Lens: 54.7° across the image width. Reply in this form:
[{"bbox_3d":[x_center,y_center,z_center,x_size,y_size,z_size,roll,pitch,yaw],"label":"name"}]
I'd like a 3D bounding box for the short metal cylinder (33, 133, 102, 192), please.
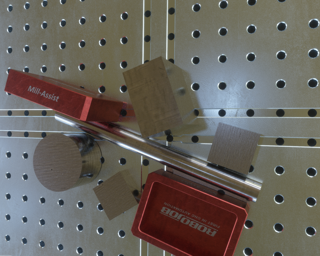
[{"bbox_3d":[-0.132,0.047,0.445,0.080,0.050,0.080,0,90,20],"label":"short metal cylinder"}]

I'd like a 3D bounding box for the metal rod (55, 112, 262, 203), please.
[{"bbox_3d":[-0.015,0.028,0.418,0.301,0.025,0.025,21,97,18],"label":"metal rod"}]

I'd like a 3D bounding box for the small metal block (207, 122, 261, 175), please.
[{"bbox_3d":[0.091,0.024,0.380,0.050,0.025,0.050,18,96,19],"label":"small metal block"}]

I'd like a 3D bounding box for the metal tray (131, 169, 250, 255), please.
[{"bbox_3d":[0.036,0.117,0.396,0.130,0.030,0.089,19,97,18],"label":"metal tray"}]

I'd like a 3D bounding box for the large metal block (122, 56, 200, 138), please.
[{"bbox_3d":[0.005,-0.034,0.383,0.050,0.080,0.080,-20,84,19],"label":"large metal block"}]

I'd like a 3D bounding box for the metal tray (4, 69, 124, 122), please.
[{"bbox_3d":[-0.128,-0.043,0.422,0.130,0.090,0.030,20,97,19],"label":"metal tray"}]

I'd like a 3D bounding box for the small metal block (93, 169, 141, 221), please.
[{"bbox_3d":[-0.057,0.093,0.433,0.050,0.025,0.050,-34,79,16],"label":"small metal block"}]
